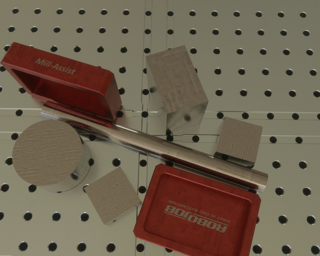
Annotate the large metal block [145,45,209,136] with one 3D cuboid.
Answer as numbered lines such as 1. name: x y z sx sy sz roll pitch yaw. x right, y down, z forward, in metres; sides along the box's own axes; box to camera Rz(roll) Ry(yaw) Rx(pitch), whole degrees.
1. large metal block: 0.019 -0.045 0.400 0.050 0.080 0.080 -17 71 -6

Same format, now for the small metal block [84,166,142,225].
1. small metal block: -0.057 0.084 0.381 0.050 0.025 0.050 -31 73 -11

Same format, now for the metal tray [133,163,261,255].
1. metal tray: 0.044 0.105 0.370 0.131 0.030 0.090 17 71 6

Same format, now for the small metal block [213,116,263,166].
1. small metal block: 0.102 0.018 0.405 0.050 0.025 0.050 16 71 5

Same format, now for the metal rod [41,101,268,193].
1. metal rod: -0.012 0.022 0.403 0.301 0.025 0.025 18 71 6

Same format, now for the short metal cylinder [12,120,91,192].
1. short metal cylinder: -0.131 0.036 0.383 0.081 0.050 0.080 0 70 0

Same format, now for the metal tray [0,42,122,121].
1. metal tray: -0.119 -0.056 0.395 0.131 0.090 0.030 18 71 6
